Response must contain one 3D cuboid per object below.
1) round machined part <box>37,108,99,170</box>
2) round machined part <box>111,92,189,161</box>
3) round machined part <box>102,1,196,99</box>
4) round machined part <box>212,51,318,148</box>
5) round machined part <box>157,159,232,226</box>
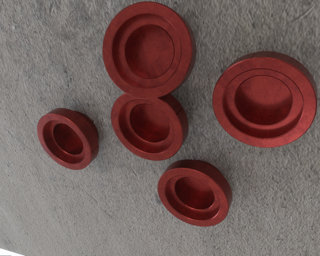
[{"bbox_3d":[-0.134,0.013,0.475,0.098,0.042,0.097,13,124,21],"label":"round machined part"},{"bbox_3d":[-0.009,-0.010,0.394,0.098,0.042,0.097,13,124,21],"label":"round machined part"},{"bbox_3d":[-0.009,-0.082,0.337,0.098,0.042,0.097,4,102,17],"label":"round machined part"},{"bbox_3d":[0.108,-0.032,0.319,0.098,0.042,0.097,13,124,21],"label":"round machined part"},{"bbox_3d":[0.050,0.082,0.421,0.098,0.042,0.097,13,124,21],"label":"round machined part"}]
